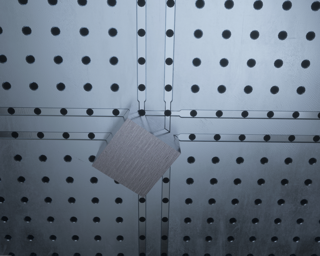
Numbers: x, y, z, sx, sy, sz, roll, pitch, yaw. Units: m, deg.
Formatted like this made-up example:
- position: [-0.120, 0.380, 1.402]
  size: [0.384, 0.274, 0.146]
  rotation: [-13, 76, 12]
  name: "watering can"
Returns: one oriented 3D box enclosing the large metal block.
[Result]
- position: [-0.030, 0.031, 0.411]
  size: [0.080, 0.050, 0.080]
  rotation: [35, 106, -12]
  name: "large metal block"
